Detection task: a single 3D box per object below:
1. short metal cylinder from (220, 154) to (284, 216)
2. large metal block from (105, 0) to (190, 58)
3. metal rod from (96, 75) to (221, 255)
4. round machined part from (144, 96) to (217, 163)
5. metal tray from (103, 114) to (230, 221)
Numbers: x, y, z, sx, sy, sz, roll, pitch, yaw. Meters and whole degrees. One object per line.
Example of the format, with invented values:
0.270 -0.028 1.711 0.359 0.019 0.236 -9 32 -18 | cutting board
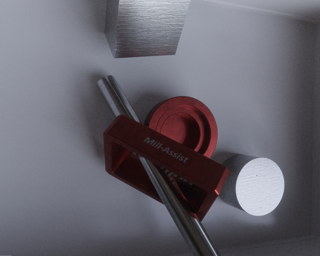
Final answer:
0.129 0.080 0.447 0.081 0.050 0.079 0 90 -21 | short metal cylinder
-0.018 -0.133 0.368 0.081 0.079 0.050 -8 54 -20 | large metal block
0.007 0.065 0.349 0.025 0.025 0.299 -26 74 -18 | metal rod
0.023 0.008 0.411 0.099 0.042 0.097 0 90 -21 | round machined part
0.001 0.048 0.345 0.130 0.089 0.030 27 55 11 | metal tray
